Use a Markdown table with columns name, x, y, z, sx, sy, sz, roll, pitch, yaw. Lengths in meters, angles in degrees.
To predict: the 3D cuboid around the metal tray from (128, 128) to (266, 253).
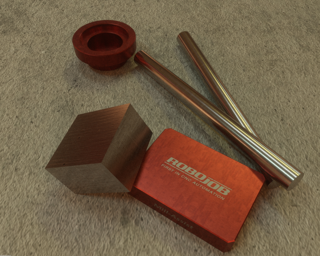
| name | x | y | z | sx | sy | sz | roll | pitch | yaw |
| --- | --- | --- | --- | --- | --- | --- | --- | --- | --- |
| metal tray | 0.039 | 0.063 | 0.348 | 0.130 | 0.030 | 0.090 | 27 | 55 | 20 |

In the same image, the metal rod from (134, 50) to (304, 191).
| name | x | y | z | sx | sy | sz | roll | pitch | yaw |
| --- | --- | --- | --- | --- | --- | --- | --- | --- | --- |
| metal rod | 0.055 | -0.029 | 0.409 | 0.025 | 0.025 | 0.300 | -28 | 50 | -22 |

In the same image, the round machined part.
| name | x | y | z | sx | sy | sz | roll | pitch | yaw |
| --- | --- | --- | --- | --- | --- | --- | --- | --- | --- |
| round machined part | -0.087 | -0.130 | 0.500 | 0.099 | 0.042 | 0.098 | 0 | 50 | 0 |

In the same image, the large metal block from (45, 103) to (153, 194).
| name | x | y | z | sx | sy | sz | roll | pitch | yaw |
| --- | --- | --- | --- | --- | --- | --- | --- | --- | --- |
| large metal block | -0.065 | 0.024 | 0.344 | 0.080 | 0.050 | 0.080 | -9 | 43 | 32 |

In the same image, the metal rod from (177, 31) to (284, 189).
| name | x | y | z | sx | sy | sz | roll | pitch | yaw |
| --- | --- | --- | --- | --- | --- | --- | --- | --- | --- |
| metal rod | 0.087 | -0.047 | 0.443 | 0.025 | 0.025 | 0.299 | -14 | 52 | -12 |
